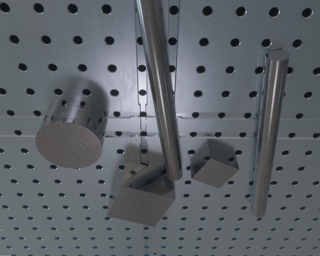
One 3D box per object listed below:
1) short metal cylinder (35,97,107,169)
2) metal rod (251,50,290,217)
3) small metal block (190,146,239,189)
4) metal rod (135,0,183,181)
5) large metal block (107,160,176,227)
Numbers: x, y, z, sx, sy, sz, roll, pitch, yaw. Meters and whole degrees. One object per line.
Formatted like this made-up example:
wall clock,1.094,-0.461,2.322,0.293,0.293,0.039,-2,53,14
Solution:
short metal cylinder,-0.112,0.007,0.400,0.081,0.050,0.079,0,130,0
metal rod,0.150,0.032,0.440,0.025,0.025,0.298,-6,130,5
small metal block,0.081,0.060,0.464,0.050,0.025,0.050,22,127,-18
metal rod,0.003,-0.041,0.376,0.025,0.025,0.298,-6,130,5
large metal block,-0.030,0.104,0.484,0.081,0.050,0.079,17,128,-15
